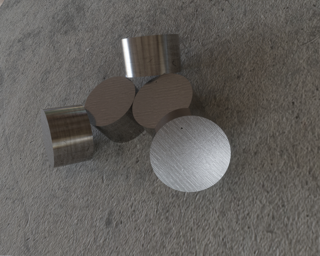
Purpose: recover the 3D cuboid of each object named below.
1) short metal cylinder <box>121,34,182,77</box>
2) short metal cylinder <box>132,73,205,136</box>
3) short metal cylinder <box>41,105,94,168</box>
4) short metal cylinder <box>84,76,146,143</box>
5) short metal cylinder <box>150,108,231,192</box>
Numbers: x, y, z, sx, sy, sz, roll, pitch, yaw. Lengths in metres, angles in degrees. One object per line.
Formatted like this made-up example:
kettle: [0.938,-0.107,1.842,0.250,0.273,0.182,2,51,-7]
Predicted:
short metal cylinder: [-0.012,-0.100,0.430,0.080,0.080,0.050,2,105,29]
short metal cylinder: [0.012,-0.023,0.397,0.080,0.050,0.080,-13,56,21]
short metal cylinder: [-0.128,0.010,0.423,0.050,0.079,0.080,-11,45,-27]
short metal cylinder: [-0.058,-0.026,0.435,0.080,0.050,0.080,-13,56,21]
short metal cylinder: [0.031,0.021,0.333,0.080,0.080,0.050,-32,10,7]
